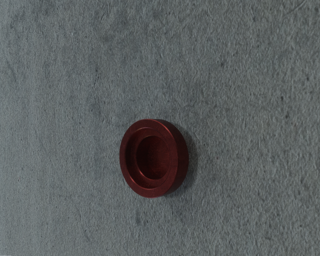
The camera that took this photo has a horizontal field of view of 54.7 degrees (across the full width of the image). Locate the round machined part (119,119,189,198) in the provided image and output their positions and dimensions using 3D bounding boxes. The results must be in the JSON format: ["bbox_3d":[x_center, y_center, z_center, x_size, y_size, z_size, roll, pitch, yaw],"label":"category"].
[{"bbox_3d":[-0.003,0.037,0.396,0.098,0.042,0.097,0,90,39],"label":"round machined part"}]
